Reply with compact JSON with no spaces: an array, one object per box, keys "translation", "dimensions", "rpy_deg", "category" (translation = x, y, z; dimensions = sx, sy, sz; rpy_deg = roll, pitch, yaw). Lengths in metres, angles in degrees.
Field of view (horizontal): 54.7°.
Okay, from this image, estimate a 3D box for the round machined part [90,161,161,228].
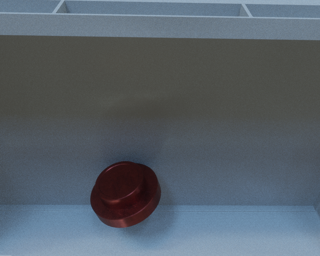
[{"translation":[-0.051,0.085,0.433],"dimensions":[0.098,0.098,0.042],"rpy_deg":[-11,129,8],"category":"round machined part"}]
